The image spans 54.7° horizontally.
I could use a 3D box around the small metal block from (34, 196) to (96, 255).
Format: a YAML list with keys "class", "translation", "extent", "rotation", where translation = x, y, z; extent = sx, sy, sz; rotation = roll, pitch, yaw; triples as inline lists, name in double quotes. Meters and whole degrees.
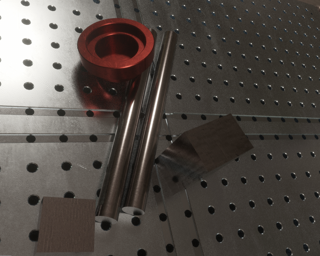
- class: "small metal block"
  translation: [-0.091, 0.096, 0.301]
  extent: [0.050, 0.025, 0.050]
  rotation: [10, 58, -24]

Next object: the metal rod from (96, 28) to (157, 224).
- class: "metal rod"
  translation: [-0.036, -0.026, 0.405]
  extent: [0.025, 0.025, 0.300]
  rotation: [21, 54, -16]

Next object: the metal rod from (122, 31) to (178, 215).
- class: "metal rod"
  translation: [-0.006, -0.030, 0.424]
  extent: [0.025, 0.025, 0.300]
  rotation: [22, 53, -16]

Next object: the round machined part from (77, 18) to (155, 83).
- class: "round machined part"
  translation: [-0.057, -0.099, 0.414]
  extent: [0.099, 0.042, 0.098]
  rotation: [1, 55, -1]

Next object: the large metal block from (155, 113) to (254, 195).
- class: "large metal block"
  translation: [0.052, 0.033, 0.383]
  extent: [0.081, 0.080, 0.050]
  rotation: [-20, 73, -36]
